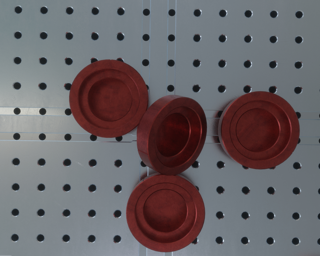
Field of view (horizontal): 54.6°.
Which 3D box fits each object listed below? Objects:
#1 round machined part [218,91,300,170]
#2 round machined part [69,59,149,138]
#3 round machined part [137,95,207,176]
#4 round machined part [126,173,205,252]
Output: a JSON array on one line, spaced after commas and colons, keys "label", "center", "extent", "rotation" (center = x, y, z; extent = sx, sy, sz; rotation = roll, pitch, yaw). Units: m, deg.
[{"label": "round machined part", "center": [0.125, 0.003, 0.406], "extent": [0.099, 0.042, 0.097], "rotation": [0, 90, 0]}, {"label": "round machined part", "center": [-0.063, -0.037, 0.404], "extent": [0.099, 0.042, 0.097], "rotation": [0, 90, 0]}, {"label": "round machined part", "center": [0.010, 0.007, 0.388], "extent": [0.099, 0.042, 0.097], "rotation": [-14, 112, -38]}, {"label": "round machined part", "center": [0.007, 0.105, 0.405], "extent": [0.099, 0.042, 0.097], "rotation": [0, 90, 0]}]
